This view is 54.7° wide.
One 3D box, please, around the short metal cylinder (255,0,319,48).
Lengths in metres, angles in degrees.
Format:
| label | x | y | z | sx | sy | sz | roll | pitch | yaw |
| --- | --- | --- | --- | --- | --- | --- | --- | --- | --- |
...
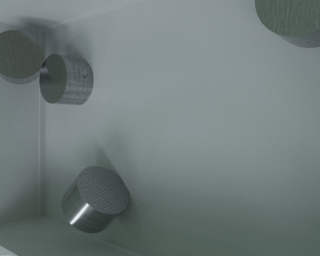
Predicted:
| label | x | y | z | sx | sy | sz | roll | pitch | yaw |
| --- | --- | --- | --- | --- | --- | --- | --- | --- | --- |
| short metal cylinder | 0.134 | -0.117 | 0.279 | 0.080 | 0.050 | 0.079 | 0 | 90 | 39 |

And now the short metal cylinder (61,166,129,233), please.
| label | x | y | z | sx | sy | sz | roll | pitch | yaw |
| --- | --- | --- | --- | --- | --- | --- | --- | --- | --- |
| short metal cylinder | -0.092 | 0.102 | 0.445 | 0.050 | 0.081 | 0.080 | -50 | 61 | 28 |

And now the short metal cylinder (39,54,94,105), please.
| label | x | y | z | sx | sy | sz | roll | pitch | yaw |
| --- | --- | --- | --- | --- | --- | --- | --- | --- | --- |
| short metal cylinder | -0.157 | -0.079 | 0.517 | 0.080 | 0.050 | 0.079 | 0 | 90 | 39 |

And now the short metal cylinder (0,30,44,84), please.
| label | x | y | z | sx | sy | sz | roll | pitch | yaw |
| --- | --- | --- | --- | --- | --- | --- | --- | --- | --- |
| short metal cylinder | -0.238 | -0.117 | 0.521 | 0.050 | 0.081 | 0.080 | 172 | 96 | -69 |
